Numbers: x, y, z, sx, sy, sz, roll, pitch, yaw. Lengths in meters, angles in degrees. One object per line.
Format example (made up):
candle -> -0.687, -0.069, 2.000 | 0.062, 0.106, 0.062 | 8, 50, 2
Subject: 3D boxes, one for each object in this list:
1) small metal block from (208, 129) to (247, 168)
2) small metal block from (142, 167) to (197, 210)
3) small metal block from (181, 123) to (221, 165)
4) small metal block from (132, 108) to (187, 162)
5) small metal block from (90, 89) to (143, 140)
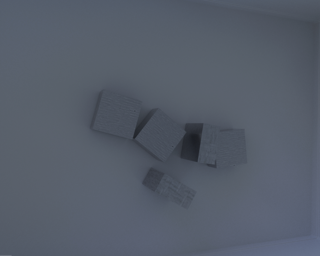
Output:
small metal block -> 0.095, 0.028, 0.445 | 0.050, 0.025, 0.050 | -6, 92, -20
small metal block -> 0.011, 0.077, 0.400 | 0.050, 0.050, 0.025 | 32, 81, -18
small metal block -> 0.054, 0.020, 0.417 | 0.025, 0.050, 0.050 | 10, 87, -21
small metal block -> -0.002, 0.009, 0.408 | 0.050, 0.025, 0.050 | 41, 77, -16
small metal block -> -0.055, -0.016, 0.388 | 0.050, 0.025, 0.050 | 16, 85, -20
